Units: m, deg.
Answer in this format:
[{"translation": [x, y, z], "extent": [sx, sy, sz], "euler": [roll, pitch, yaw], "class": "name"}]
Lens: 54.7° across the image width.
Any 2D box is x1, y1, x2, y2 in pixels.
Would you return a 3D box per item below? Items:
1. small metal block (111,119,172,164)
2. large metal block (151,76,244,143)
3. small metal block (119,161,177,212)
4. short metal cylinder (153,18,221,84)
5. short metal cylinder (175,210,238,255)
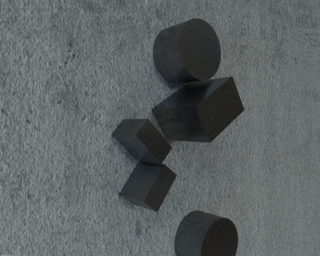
[{"translation": [-0.022, 0.016, 0.372], "extent": [0.050, 0.050, 0.025], "euler": [51, 60, -28], "class": "small metal block"}, {"translation": [0.051, -0.025, 0.414], "extent": [0.080, 0.080, 0.050], "euler": [-39, 114, -33], "class": "large metal block"}, {"translation": [-0.015, 0.069, 0.378], "extent": [0.025, 0.050, 0.050], "euler": [46, 63, -31], "class": "small metal block"}, {"translation": [0.038, -0.102, 0.422], "extent": [0.081, 0.050, 0.079], "euler": [0, 90, -40], "class": "short metal cylinder"}, {"translation": [0.068, 0.165, 0.448], "extent": [0.081, 0.050, 0.079], "euler": [0, 90, -40], "class": "short metal cylinder"}]
